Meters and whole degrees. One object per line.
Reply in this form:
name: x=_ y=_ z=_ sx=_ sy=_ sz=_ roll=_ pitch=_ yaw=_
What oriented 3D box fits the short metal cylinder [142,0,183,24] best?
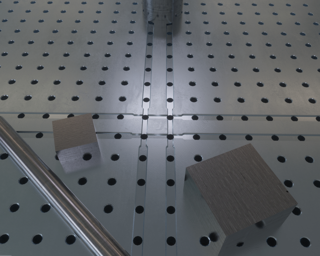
short metal cylinder: x=0.005 y=-0.245 z=0.597 sx=0.081 sy=0.050 sz=0.080 roll=0 pitch=50 yaw=0

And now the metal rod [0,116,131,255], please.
metal rod: x=-0.111 y=0.075 z=0.343 sx=0.300 sy=0.025 sz=0.025 roll=37 pitch=59 yaw=27

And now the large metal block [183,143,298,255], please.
large metal block: x=0.080 y=0.073 z=0.331 sx=0.081 sy=0.050 sz=0.080 roll=-18 pitch=53 yaw=-15

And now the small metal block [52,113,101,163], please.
small metal block: x=-0.107 y=0.012 z=0.397 sx=0.050 sy=0.025 sz=0.050 roll=-13 pitch=51 yaw=-11
